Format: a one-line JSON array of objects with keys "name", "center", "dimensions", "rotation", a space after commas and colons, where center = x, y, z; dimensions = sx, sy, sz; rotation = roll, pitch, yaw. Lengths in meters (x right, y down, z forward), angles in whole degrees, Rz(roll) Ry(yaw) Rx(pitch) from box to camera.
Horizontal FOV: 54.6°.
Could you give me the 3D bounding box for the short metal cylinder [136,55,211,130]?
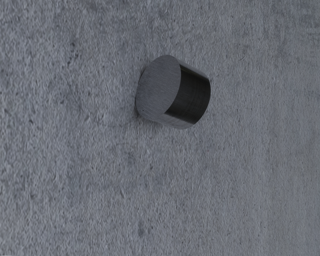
[{"name": "short metal cylinder", "center": [0.015, -0.043, 0.380], "dimensions": [0.050, 0.080, 0.080], "rotation": [18, 79, -39]}]
